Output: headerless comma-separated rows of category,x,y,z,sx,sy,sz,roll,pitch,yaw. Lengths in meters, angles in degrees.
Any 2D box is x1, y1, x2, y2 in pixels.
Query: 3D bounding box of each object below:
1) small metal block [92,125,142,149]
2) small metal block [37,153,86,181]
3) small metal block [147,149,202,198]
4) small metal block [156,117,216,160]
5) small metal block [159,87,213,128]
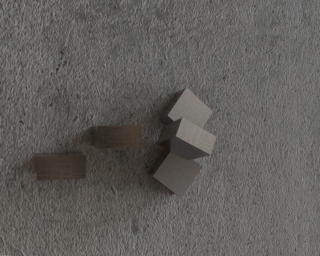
small metal block,-0.054,0.010,0.376,0.050,0.050,0.025,-2,91,-20
small metal block,-0.113,0.042,0.354,0.050,0.050,0.025,0,90,-20
small metal block,0.020,0.057,0.416,0.050,0.025,0.050,40,78,-16
small metal block,0.032,0.015,0.382,0.050,0.050,0.025,28,66,-18
small metal block,0.035,-0.017,0.417,0.050,0.025,0.050,41,66,-16
